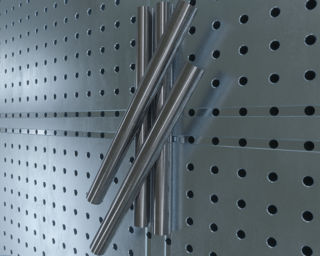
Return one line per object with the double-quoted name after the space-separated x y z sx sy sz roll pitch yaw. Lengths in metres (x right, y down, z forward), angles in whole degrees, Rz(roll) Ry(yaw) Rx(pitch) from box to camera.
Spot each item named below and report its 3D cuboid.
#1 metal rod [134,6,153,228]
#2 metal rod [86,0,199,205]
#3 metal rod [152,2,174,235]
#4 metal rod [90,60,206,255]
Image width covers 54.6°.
-0.023 -0.015 0.430 0.025 0.025 0.298 1 91 40 "metal rod"
-0.032 -0.018 0.405 0.025 0.025 0.298 42 115 32 "metal rod"
0.004 -0.012 0.408 0.025 0.025 0.298 1 91 40 "metal rod"
-0.025 0.053 0.399 0.025 0.025 0.298 42 115 32 "metal rod"
